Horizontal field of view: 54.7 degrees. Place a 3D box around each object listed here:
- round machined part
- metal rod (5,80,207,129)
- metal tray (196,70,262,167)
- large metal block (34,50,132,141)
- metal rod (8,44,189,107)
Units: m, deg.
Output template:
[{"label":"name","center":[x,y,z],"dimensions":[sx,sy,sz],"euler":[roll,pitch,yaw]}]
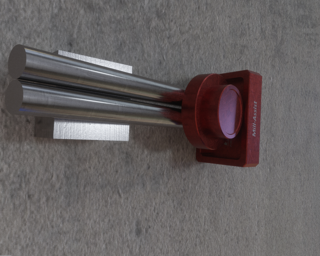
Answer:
[{"label":"round machined part","center":[0.073,-0.021,0.395],"dimensions":[0.099,0.042,0.097],"euler":[-4,96,-51]},{"label":"metal rod","center":[-0.012,-0.015,0.339],"dimensions":[0.302,0.025,0.025],"euler":[5,87,-53]},{"label":"metal tray","center":[0.097,-0.012,0.447],"dimensions":[0.030,0.090,0.129],"euler":[5,87,-40]},{"label":"large metal block","center":[-0.078,-0.028,0.321],"dimensions":[0.081,0.050,0.080],"euler":[4,87,-40]},{"label":"metal rod","center":[-0.011,-0.041,0.340],"dimensions":[0.302,0.025,0.025],"euler":[4,88,-53]}]
